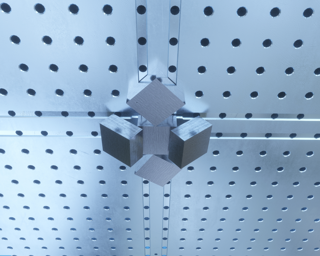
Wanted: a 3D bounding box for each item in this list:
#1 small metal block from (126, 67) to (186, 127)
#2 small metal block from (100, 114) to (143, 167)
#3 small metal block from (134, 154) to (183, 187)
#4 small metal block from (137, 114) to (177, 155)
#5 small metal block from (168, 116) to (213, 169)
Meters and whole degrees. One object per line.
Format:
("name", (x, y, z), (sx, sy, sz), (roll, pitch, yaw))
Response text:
("small metal block", (-0.005, -0.037, 0.380), (0.050, 0.025, 0.050), (-37, 121, 26))
("small metal block", (-0.050, 0.016, 0.408), (0.050, 0.025, 0.050), (27, 137, 25))
("small metal block", (-0.002, 0.055, 0.457), (0.050, 0.025, 0.050), (28, 125, -20))
("small metal block", (-0.004, 0.009, 0.418), (0.050, 0.025, 0.050), (1, 129, -1))
("small metal block", (0.039, 0.019, 0.410), (0.050, 0.025, 0.050), (-27, 139, -31))
